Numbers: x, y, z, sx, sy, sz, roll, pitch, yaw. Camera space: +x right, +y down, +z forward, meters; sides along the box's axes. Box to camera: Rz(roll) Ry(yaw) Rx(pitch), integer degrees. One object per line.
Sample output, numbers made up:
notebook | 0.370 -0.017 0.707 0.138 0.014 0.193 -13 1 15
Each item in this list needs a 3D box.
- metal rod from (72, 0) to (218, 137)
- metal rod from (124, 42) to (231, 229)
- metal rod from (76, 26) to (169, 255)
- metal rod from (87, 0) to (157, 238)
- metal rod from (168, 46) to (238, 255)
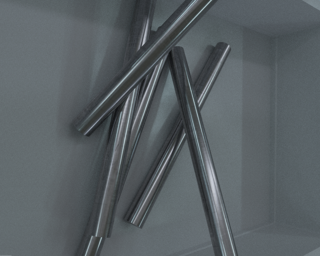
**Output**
metal rod | 0.017 -0.107 0.329 0.300 0.025 0.025 -46 123 3
metal rod | 0.034 -0.005 0.434 0.025 0.025 0.300 43 64 -32
metal rod | -0.036 0.009 0.375 0.025 0.025 0.299 29 72 -36
metal rod | -0.039 -0.031 0.357 0.025 0.025 0.299 21 72 -38
metal rod | 0.050 0.033 0.378 0.025 0.025 0.299 4 65 -40
